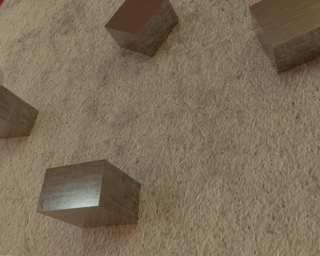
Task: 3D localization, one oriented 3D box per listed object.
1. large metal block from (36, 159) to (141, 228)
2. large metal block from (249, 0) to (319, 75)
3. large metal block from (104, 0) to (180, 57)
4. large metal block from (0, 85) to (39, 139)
[{"bbox_3d":[-0.079,0.080,0.361,0.080,0.080,0.050,-11,57,22],"label":"large metal block"},{"bbox_3d":[0.165,-0.124,0.377,0.080,0.050,0.080,-23,53,14],"label":"large metal block"},{"bbox_3d":[-0.029,-0.172,0.509,0.080,0.050,0.080,27,76,37],"label":"large metal block"},{"bbox_3d":[-0.273,-0.023,0.527,0.080,0.080,0.050,-6,59,25],"label":"large metal block"}]
